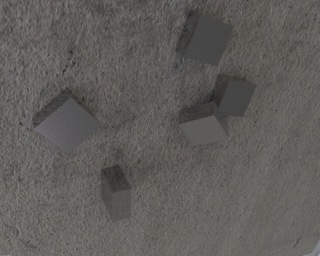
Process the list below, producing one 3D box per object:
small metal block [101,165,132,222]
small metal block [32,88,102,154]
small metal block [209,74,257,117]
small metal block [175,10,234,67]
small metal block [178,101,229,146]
[{"bbox_3d":[-0.059,0.087,0.412,0.025,0.050,0.050,-9,123,-24],"label":"small metal block"},{"bbox_3d":[-0.104,-0.007,0.346,0.050,0.025,0.050,-41,130,0],"label":"small metal block"},{"bbox_3d":[0.100,-0.045,0.434,0.050,0.025,0.050,4,117,-30],"label":"small metal block"},{"bbox_3d":[0.053,-0.106,0.370,0.050,0.025,0.050,7,115,-32],"label":"small metal block"},{"bbox_3d":[0.060,-0.005,0.420,0.050,0.025,0.050,-16,135,27],"label":"small metal block"}]
